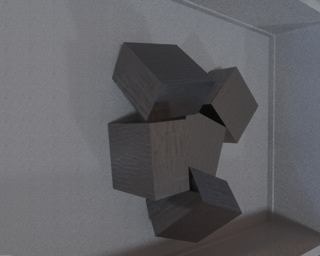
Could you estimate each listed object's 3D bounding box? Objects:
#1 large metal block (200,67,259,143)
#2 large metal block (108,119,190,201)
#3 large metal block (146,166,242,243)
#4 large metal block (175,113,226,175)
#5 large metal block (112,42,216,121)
[{"bbox_3d":[0.096,-0.034,0.472,0.080,0.050,0.080,52,60,-28],"label":"large metal block"},{"bbox_3d":[-0.015,0.032,0.359,0.050,0.080,0.079,-7,95,-40],"label":"large metal block"},{"bbox_3d":[0.043,0.102,0.399,0.080,0.080,0.050,26,32,-39],"label":"large metal block"},{"bbox_3d":[0.039,0.024,0.424,0.080,0.050,0.080,24,75,-38],"label":"large metal block"},{"bbox_3d":[0.003,-0.057,0.366,0.081,0.080,0.050,-10,138,-39],"label":"large metal block"}]
